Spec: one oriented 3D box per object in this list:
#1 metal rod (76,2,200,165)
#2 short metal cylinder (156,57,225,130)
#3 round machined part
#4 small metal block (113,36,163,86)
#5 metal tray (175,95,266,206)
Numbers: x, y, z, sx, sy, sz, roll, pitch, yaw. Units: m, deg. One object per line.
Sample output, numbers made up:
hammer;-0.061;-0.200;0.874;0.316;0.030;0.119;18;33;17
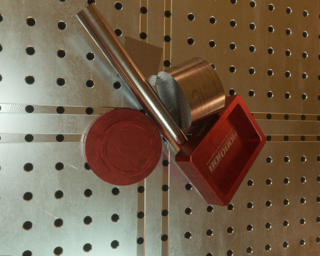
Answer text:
metal rod;-0.001;-0.018;0.395;0.025;0.025;0.299;-42;111;-15
short metal cylinder;0.038;-0.044;0.398;0.050;0.080;0.080;-27;99;-18
round machined part;-0.043;0.024;0.387;0.099;0.042;0.097;0;90;-21
small metal block;-0.029;-0.085;0.403;0.050;0.025;0.050;14;85;-20
metal tray;0.088;0.028;0.421;0.130;0.030;0.090;-49;113;-29
